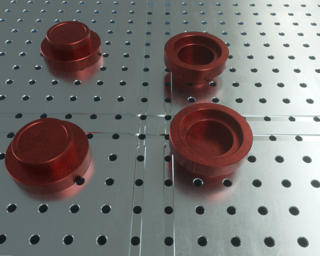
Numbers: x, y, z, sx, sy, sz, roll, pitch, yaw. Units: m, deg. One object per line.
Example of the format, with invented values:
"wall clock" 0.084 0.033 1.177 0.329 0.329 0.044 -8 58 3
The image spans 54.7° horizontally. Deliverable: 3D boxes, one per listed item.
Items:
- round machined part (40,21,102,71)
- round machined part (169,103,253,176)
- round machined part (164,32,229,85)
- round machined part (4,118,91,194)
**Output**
"round machined part" -0.148 -0.141 0.513 0.099 0.042 0.098 0 50 0
"round machined part" 0.060 0.018 0.382 0.099 0.042 0.098 0 50 0
"round machined part" 0.055 -0.106 0.486 0.099 0.042 0.098 0 50 0
"round machined part" -0.136 0.026 0.373 0.099 0.042 0.098 0 50 0
